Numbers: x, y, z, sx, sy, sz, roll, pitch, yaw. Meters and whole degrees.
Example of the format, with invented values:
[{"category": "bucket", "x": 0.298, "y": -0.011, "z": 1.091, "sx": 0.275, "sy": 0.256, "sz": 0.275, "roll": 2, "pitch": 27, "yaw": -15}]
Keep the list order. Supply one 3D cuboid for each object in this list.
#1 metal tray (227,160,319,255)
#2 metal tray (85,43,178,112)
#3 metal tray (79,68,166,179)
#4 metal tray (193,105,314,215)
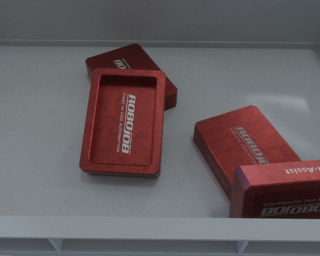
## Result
[{"category": "metal tray", "x": 0.135, "y": 0.076, "z": 0.294, "sx": 0.131, "sy": 0.089, "sz": 0.030, "roll": -4, "pitch": 28, "yaw": -5}, {"category": "metal tray", "x": -0.044, "y": -0.069, "z": 0.459, "sx": 0.091, "sy": 0.030, "sz": 0.130, "roll": -23, "pitch": 54, "yaw": -18}, {"category": "metal tray", "x": -0.041, "y": -0.007, "z": 0.376, "sx": 0.091, "sy": 0.030, "sz": 0.130, "roll": 3, "pitch": 72, "yaw": 2}, {"category": "metal tray", "x": 0.108, "y": 0.036, "z": 0.372, "sx": 0.091, "sy": 0.030, "sz": 0.130, "roll": -17, "pitch": 52, "yaw": -14}]
